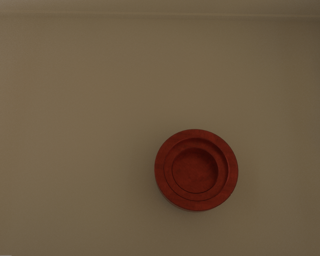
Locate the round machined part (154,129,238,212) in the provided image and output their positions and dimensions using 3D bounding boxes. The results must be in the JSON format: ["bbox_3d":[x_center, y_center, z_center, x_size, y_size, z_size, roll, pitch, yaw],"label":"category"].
[{"bbox_3d":[0.043,0.054,0.381,0.099,0.042,0.098,0,70,-1],"label":"round machined part"}]
